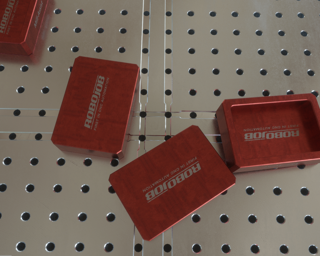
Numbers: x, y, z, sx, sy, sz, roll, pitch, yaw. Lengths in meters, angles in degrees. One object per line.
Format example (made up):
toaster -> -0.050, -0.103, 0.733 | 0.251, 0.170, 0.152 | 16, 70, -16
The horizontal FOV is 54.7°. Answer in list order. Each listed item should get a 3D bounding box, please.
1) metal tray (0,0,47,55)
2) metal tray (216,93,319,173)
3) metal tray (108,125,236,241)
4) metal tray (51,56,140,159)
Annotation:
metal tray -> -0.229, -0.177, 0.470 | 0.091, 0.030, 0.130 | 5, 70, 1
metal tray -> 0.146, 0.005, 0.401 | 0.131, 0.030, 0.090 | -5, 70, -9
metal tray -> 0.015, 0.066, 0.385 | 0.131, 0.030, 0.090 | -31, 73, -11
metal tray -> -0.082, -0.029, 0.419 | 0.091, 0.030, 0.130 | 9, 70, 3
